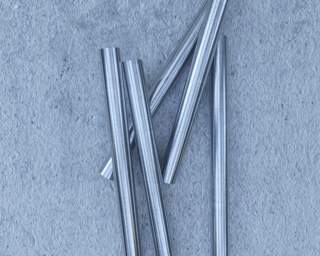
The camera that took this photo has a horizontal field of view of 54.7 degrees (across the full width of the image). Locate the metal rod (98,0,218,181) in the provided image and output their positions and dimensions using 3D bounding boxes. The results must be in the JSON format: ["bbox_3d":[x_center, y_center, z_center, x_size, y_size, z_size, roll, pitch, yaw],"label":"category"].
[{"bbox_3d":[0.009,-0.064,0.409,0.025,0.025,0.299,32,90,0],"label":"metal rod"}]

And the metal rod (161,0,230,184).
[{"bbox_3d":[0.050,-0.073,0.394,0.025,0.025,0.298,16,96,0],"label":"metal rod"}]

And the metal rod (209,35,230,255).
[{"bbox_3d":[0.079,0.030,0.410,0.025,0.025,0.298,0,90,0],"label":"metal rod"}]

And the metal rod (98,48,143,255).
[{"bbox_3d":[-0.046,0.054,0.386,0.025,0.025,0.298,-5,99,0],"label":"metal rod"}]

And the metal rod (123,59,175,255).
[{"bbox_3d":[-0.010,0.065,0.392,0.025,0.025,0.298,-9,97,0],"label":"metal rod"}]
